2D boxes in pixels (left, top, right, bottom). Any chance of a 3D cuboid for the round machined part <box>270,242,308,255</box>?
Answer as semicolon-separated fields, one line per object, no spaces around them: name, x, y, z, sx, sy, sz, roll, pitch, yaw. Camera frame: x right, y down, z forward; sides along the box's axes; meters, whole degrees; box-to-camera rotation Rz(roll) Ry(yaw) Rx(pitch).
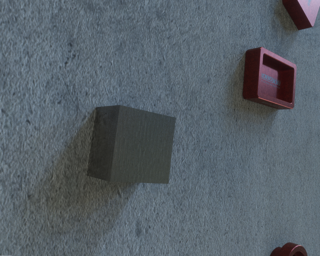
round machined part;0.247;0.273;0.605;0.099;0.042;0.097;0;90;-40

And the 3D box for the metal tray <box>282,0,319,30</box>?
metal tray;0.313;-0.290;0.667;0.090;0.030;0.130;38;67;-34

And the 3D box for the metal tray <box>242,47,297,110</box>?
metal tray;0.208;-0.088;0.578;0.131;0.030;0.089;9;84;-40

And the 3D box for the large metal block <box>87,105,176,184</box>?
large metal block;-0.032;0.021;0.363;0.081;0.050;0.080;11;83;-40
